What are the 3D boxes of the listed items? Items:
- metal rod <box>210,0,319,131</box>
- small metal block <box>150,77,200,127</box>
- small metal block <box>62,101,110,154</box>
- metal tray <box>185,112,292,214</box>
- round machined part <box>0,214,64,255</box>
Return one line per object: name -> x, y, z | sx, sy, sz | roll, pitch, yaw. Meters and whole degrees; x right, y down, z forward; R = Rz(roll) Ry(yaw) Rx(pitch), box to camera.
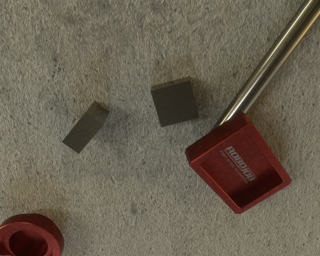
metal rod -> 0.147, -0.093, 0.377 | 0.025, 0.025, 0.298 | 30, 107, -11
small metal block -> 0.019, -0.034, 0.398 | 0.050, 0.025, 0.050 | -15, 110, 5
small metal block -> -0.093, -0.002, 0.394 | 0.025, 0.050, 0.050 | 39, 105, -13
metal tray -> 0.106, 0.051, 0.410 | 0.090, 0.030, 0.130 | -36, 122, 12
round machined part -> -0.192, 0.167, 0.460 | 0.099, 0.042, 0.097 | 0, 110, -1
